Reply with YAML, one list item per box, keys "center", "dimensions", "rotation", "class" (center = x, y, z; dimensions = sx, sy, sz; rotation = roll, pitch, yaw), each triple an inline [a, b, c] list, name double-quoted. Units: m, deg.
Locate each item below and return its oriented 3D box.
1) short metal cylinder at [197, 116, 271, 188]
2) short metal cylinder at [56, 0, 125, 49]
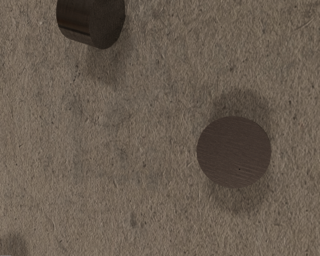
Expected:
- center: [0.088, 0.026, 0.364]
  dimensions: [0.080, 0.050, 0.079]
  rotation: [0, 90, 19]
  class: "short metal cylinder"
- center: [-0.089, -0.150, 0.410]
  dimensions: [0.050, 0.080, 0.080]
  rotation: [22, 97, 18]
  class: "short metal cylinder"
